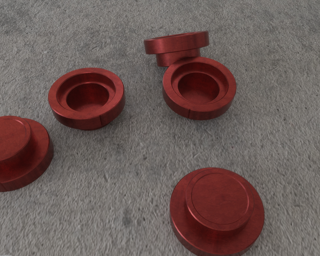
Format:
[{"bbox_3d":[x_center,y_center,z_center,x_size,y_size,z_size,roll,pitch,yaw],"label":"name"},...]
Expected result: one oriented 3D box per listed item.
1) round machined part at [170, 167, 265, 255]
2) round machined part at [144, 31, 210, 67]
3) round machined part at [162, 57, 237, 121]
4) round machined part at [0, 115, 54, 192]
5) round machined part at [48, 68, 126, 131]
[{"bbox_3d":[0.060,0.082,0.324,0.099,0.042,0.098,0,50,0],"label":"round machined part"},{"bbox_3d":[0.027,-0.120,0.475,0.099,0.042,0.098,-8,18,3],"label":"round machined part"},{"bbox_3d":[0.052,-0.050,0.429,0.099,0.042,0.098,2,56,-2],"label":"round machined part"},{"bbox_3d":[-0.183,0.023,0.371,0.099,0.042,0.098,0,50,0],"label":"round machined part"},{"bbox_3d":[-0.096,-0.035,0.421,0.099,0.042,0.098,0,50,0],"label":"round machined part"}]
